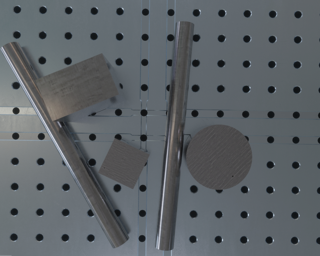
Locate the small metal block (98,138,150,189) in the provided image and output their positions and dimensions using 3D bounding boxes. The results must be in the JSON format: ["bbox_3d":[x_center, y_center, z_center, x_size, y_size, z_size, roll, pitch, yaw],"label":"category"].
[{"bbox_3d":[-0.047,0.046,0.413,0.050,0.025,0.050,26,90,0],"label":"small metal block"}]

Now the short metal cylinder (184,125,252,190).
[{"bbox_3d":[0.072,0.035,0.402,0.081,0.050,0.079,0,90,0],"label":"short metal cylinder"}]

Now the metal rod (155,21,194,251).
[{"bbox_3d":[0.020,0.010,0.413,0.025,0.025,0.298,5,90,0],"label":"metal rod"}]

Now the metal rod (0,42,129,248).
[{"bbox_3d":[-0.126,0.023,0.412,0.025,0.025,0.299,-30,90,0],"label":"metal rod"}]

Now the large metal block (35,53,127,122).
[{"bbox_3d":[-0.092,-0.046,0.385,0.080,0.080,0.050,-22,90,0],"label":"large metal block"}]
